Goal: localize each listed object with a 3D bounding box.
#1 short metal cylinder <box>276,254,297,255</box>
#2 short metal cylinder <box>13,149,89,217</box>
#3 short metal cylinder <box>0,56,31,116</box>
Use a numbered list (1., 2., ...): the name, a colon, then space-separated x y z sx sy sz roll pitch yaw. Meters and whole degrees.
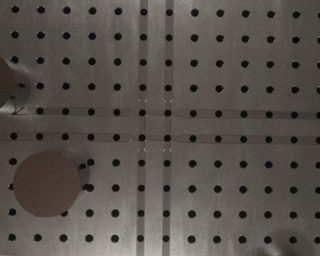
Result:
1. short metal cylinder: 0.174 0.214 0.403 0.081 0.050 0.079 0 90 -1
2. short metal cylinder: -0.137 0.068 0.399 0.081 0.050 0.079 0 90 -1
3. short metal cylinder: -0.217 -0.055 0.398 0.081 0.050 0.079 0 90 -1
